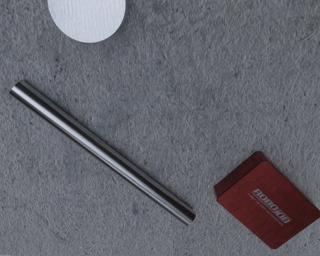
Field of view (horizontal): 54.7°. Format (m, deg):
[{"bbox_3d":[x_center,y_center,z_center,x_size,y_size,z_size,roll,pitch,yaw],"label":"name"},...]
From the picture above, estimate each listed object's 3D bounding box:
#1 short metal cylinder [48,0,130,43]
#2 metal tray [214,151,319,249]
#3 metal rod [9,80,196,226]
[{"bbox_3d":[-0.076,-0.138,0.345,0.081,0.050,0.079,0,110,0],"label":"short metal cylinder"},{"bbox_3d":[0.154,0.106,0.448,0.130,0.030,0.090,42,105,-14],"label":"metal tray"},{"bbox_3d":[-0.068,0.041,0.424,0.301,0.025,0.025,39,105,-14],"label":"metal rod"}]
